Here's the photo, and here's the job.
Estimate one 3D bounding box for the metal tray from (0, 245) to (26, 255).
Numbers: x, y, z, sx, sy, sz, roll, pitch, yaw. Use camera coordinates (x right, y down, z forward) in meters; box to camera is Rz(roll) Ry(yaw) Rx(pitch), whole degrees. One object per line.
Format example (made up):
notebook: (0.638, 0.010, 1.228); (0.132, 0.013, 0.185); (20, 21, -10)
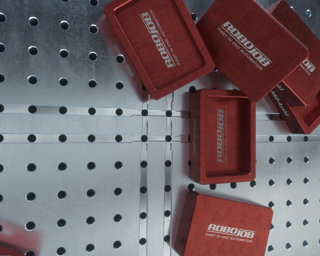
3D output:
metal tray: (-0.201, 0.156, 0.307); (0.130, 0.030, 0.090); (28, 55, -10)

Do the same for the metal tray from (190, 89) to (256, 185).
metal tray: (0.090, 0.012, 0.442); (0.091, 0.030, 0.129); (0, 90, -20)

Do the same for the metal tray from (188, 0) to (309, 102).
metal tray: (0.112, -0.109, 0.404); (0.130, 0.030, 0.090); (44, 120, 1)

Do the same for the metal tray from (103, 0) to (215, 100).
metal tray: (0.000, -0.112, 0.392); (0.090, 0.030, 0.130); (-28, 100, 5)

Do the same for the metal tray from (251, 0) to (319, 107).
metal tray: (0.184, -0.104, 0.445); (0.130, 0.030, 0.090); (40, 77, -16)

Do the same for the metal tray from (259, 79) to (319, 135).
metal tray: (0.218, -0.065, 0.489); (0.090, 0.030, 0.130); (-40, 103, -16)

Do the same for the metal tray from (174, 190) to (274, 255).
metal tray: (0.094, 0.146, 0.444); (0.131, 0.030, 0.090); (15, 85, -20)
